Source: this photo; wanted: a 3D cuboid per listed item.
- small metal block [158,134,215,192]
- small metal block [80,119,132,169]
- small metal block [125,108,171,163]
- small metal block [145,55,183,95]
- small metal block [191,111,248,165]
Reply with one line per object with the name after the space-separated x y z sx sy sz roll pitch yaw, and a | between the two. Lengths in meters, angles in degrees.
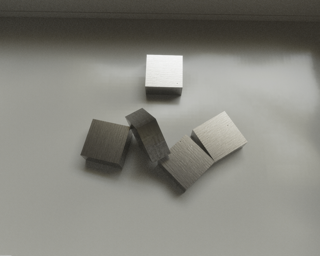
0.032 0.045 0.394 0.050 0.025 0.050 -42 76 -14 | small metal block
-0.068 0.020 0.400 0.050 0.025 0.050 12 71 7 | small metal block
-0.016 0.008 0.382 0.025 0.050 0.050 -29 116 -11 | small metal block
0.006 -0.075 0.437 0.050 0.025 0.050 2 70 0 | small metal block
0.076 0.014 0.406 0.050 0.025 0.050 -30 73 -11 | small metal block
